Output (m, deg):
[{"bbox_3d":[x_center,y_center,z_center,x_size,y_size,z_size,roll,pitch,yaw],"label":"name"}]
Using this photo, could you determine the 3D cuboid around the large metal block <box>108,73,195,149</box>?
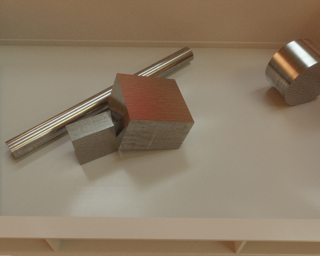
[{"bbox_3d":[-0.014,-0.020,0.390,0.081,0.050,0.080,2,47,-25],"label":"large metal block"}]

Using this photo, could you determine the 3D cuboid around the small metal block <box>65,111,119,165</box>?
[{"bbox_3d":[-0.081,0.013,0.377,0.050,0.050,0.025,-21,54,-17],"label":"small metal block"}]

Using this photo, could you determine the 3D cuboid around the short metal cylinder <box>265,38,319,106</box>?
[{"bbox_3d":[0.199,-0.078,0.438,0.081,0.080,0.050,-15,52,-13],"label":"short metal cylinder"}]

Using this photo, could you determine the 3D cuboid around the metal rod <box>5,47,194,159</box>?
[{"bbox_3d":[-0.068,-0.047,0.443,0.302,0.025,0.025,-33,58,-25],"label":"metal rod"}]
